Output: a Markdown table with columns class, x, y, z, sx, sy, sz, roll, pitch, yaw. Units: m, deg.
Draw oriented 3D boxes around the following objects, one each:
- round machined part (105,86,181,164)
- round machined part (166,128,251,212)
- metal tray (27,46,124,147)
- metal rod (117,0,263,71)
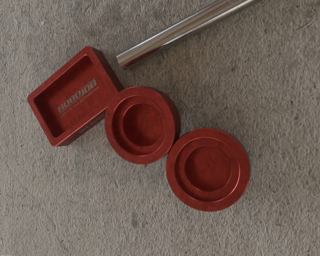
| class | x | y | z | sx | sy | sz | roll | pitch | yaw |
| --- | --- | --- | --- | --- | --- | --- | --- | --- | --- |
| round machined part | -0.019 | -0.005 | 0.402 | 0.098 | 0.042 | 0.097 | 3 | 99 | 23 |
| round machined part | 0.060 | 0.049 | 0.379 | 0.098 | 0.042 | 0.097 | 0 | 90 | 19 |
| metal tray | -0.121 | -0.043 | 0.448 | 0.130 | 0.030 | 0.090 | -35 | 79 | 16 |
| metal rod | 0.079 | -0.147 | 0.381 | 0.300 | 0.025 | 0.025 | -23 | 82 | 18 |
